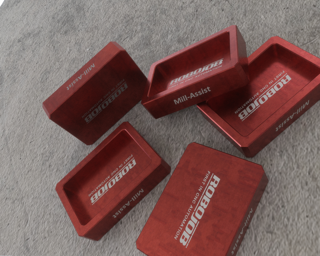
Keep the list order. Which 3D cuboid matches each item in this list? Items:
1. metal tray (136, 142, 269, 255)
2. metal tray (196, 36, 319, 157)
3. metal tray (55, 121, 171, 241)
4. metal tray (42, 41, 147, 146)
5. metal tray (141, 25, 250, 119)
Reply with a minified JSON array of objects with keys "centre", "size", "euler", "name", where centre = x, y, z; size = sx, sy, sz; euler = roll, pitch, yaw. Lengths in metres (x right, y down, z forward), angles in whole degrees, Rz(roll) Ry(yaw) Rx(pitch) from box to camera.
[{"centre":[0.044,0.087,0.324],"size":[0.090,0.030,0.130],"euler":[19,71,35],"name":"metal tray"},{"centre":[0.120,-0.039,0.361],"size":[0.130,0.030,0.090],"euler":[-41,51,0],"name":"metal tray"},{"centre":[-0.062,0.064,0.393],"size":[0.130,0.030,0.090],"euler":[-43,51,-2],"name":"metal tray"},{"centre":[-0.083,-0.045,0.432],"size":[0.130,0.090,0.030],"euler":[-43,51,-1],"name":"metal tray"},{"centre":[0.043,-0.070,0.393],"size":[0.130,0.030,0.090],"euler":[-20,39,28],"name":"metal tray"}]
